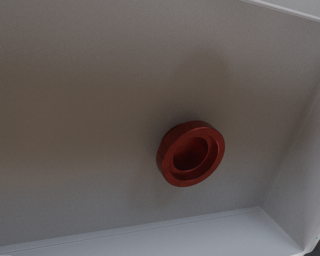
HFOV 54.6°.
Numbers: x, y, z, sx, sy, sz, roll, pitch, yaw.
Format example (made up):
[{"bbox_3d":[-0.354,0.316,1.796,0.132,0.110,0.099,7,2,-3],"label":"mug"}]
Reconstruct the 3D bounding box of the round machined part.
[{"bbox_3d":[0.039,0.032,0.438,0.099,0.042,0.097,-14,124,-21],"label":"round machined part"}]
